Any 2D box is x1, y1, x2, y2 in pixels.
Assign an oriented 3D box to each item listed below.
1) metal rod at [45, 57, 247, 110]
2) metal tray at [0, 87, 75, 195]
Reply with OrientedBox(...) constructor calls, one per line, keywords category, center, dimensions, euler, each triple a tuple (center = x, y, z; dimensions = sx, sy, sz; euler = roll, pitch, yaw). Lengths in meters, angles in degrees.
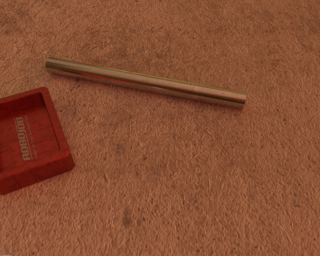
OrientedBox(category="metal rod", center=(-0.026, -0.068, 0.460), dimensions=(0.301, 0.025, 0.025), euler=(12, 51, 9))
OrientedBox(category="metal tray", center=(-0.170, 0.010, 0.390), dimensions=(0.091, 0.030, 0.130), euler=(-20, 53, -16))
